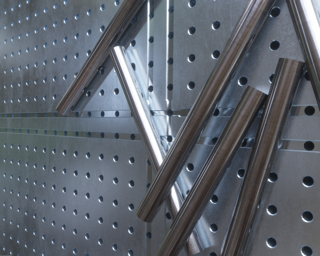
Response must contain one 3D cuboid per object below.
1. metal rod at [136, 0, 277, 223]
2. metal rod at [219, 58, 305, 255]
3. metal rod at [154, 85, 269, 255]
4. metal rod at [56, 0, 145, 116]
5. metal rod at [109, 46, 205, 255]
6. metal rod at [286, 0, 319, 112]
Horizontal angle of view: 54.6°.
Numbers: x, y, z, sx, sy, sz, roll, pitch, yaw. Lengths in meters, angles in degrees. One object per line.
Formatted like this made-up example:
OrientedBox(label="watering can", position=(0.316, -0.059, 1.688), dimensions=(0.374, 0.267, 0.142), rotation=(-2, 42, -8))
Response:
OrientedBox(label="metal rod", position=(0.048, -0.019, 0.351), dimensions=(0.025, 0.025, 0.299), rotation=(37, 107, 34))
OrientedBox(label="metal rod", position=(0.095, 0.077, 0.331), dimensions=(0.025, 0.025, 0.298), rotation=(22, 104, 38))
OrientedBox(label="metal rod", position=(0.037, 0.092, 0.353), dimensions=(0.025, 0.025, 0.299), rotation=(34, 103, 35))
OrientedBox(label="metal rod", position=(-0.085, -0.127, 0.481), dimensions=(0.299, 0.025, 0.025), rotation=(-47, 62, 29))
OrientedBox(label="metal rod", position=(-0.010, 0.018, 0.419), dimensions=(0.025, 0.025, 0.299), rotation=(-34, 69, 35))
OrientedBox(label="metal rod", position=(0.161, -0.002, 0.276), dimensions=(0.025, 0.025, 0.299), rotation=(-20, 78, 38))
